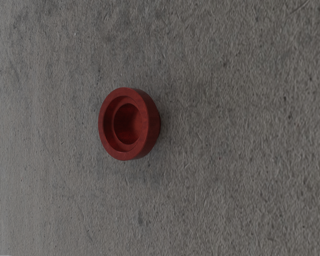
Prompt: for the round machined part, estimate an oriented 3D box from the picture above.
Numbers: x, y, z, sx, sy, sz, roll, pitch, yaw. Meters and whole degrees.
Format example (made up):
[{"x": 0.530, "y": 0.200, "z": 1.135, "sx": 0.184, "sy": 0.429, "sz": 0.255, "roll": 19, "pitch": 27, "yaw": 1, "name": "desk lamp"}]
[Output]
[{"x": -0.037, "y": -0.005, "z": 0.426, "sx": 0.098, "sy": 0.042, "sz": 0.097, "roll": 0, "pitch": 90, "yaw": 40, "name": "round machined part"}]
